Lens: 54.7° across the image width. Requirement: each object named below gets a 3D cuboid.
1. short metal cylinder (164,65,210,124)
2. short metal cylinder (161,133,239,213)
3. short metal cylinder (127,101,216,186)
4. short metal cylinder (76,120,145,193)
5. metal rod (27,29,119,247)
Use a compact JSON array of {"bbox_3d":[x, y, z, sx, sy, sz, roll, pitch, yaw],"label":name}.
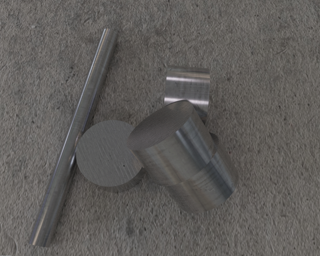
[{"bbox_3d":[0.032,-0.038,0.393,0.050,0.080,0.080,5,70,2],"label":"short metal cylinder"},{"bbox_3d":[0.042,0.049,0.354,0.080,0.080,0.050,-39,113,-13],"label":"short metal cylinder"},{"bbox_3d":[0.012,0.015,0.332,0.080,0.080,0.050,-39,113,-13],"label":"short metal cylinder"},{"bbox_3d":[-0.057,0.036,0.381,0.081,0.050,0.080,0,70,0],"label":"short metal cylinder"},{"bbox_3d":[-0.107,-0.002,0.408,0.025,0.025,0.299,12,70,4],"label":"metal rod"}]
